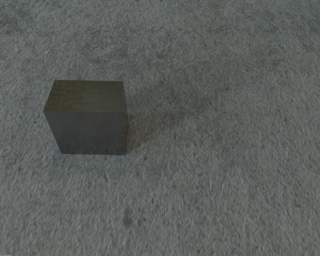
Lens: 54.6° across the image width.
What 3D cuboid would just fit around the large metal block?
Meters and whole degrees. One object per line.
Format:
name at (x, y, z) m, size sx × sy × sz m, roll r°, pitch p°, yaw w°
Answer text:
large metal block at (-0.084, -0.011, 0.377) m, size 0.080 × 0.080 × 0.050 m, roll 1°, pitch 50°, yaw 1°
